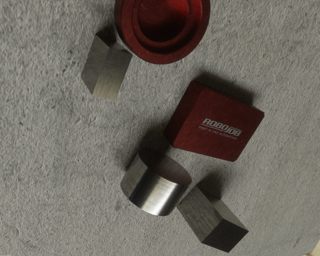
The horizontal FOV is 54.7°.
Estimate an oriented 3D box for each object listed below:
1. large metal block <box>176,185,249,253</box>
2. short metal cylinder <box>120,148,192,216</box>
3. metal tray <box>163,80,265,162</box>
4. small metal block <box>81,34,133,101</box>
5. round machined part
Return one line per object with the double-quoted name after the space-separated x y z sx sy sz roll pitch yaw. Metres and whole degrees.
0.086 0.150 0.511 0.080 0.080 0.050 35 99 -39 "large metal block"
-0.005 0.070 0.412 0.080 0.080 0.050 19 108 -36 "short metal cylinder"
0.080 -0.005 0.444 0.131 0.030 0.089 16 110 -35 "metal tray"
-0.057 -0.063 0.321 0.025 0.050 0.050 11 113 -33 "small metal block"
-0.001 -0.120 0.322 0.099 0.042 0.097 -14 124 -21 "round machined part"
